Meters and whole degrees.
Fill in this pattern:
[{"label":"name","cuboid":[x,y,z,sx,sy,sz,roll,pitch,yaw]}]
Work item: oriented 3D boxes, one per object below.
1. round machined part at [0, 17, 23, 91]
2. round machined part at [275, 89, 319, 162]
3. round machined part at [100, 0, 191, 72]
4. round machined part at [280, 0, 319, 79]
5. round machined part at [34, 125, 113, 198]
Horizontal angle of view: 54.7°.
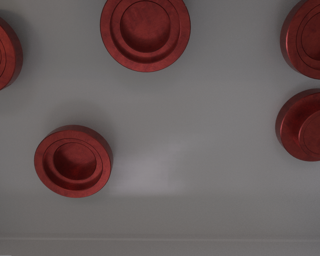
[{"label":"round machined part","cuboid":[-0.212,-0.090,0.367,0.099,0.042,0.097,0,110,0]},{"label":"round machined part","cuboid":[0.207,0.001,0.404,0.099,0.042,0.097,0,110,0]},{"label":"round machined part","cuboid":[-0.016,-0.117,0.354,0.099,0.042,0.097,-1,118,-2]},{"label":"round machined part","cuboid":[0.190,-0.109,0.363,0.099,0.042,0.097,0,110,0]},{"label":"round machined part","cuboid":[-0.112,0.041,0.416,0.099,0.042,0.097,0,110,0]}]
